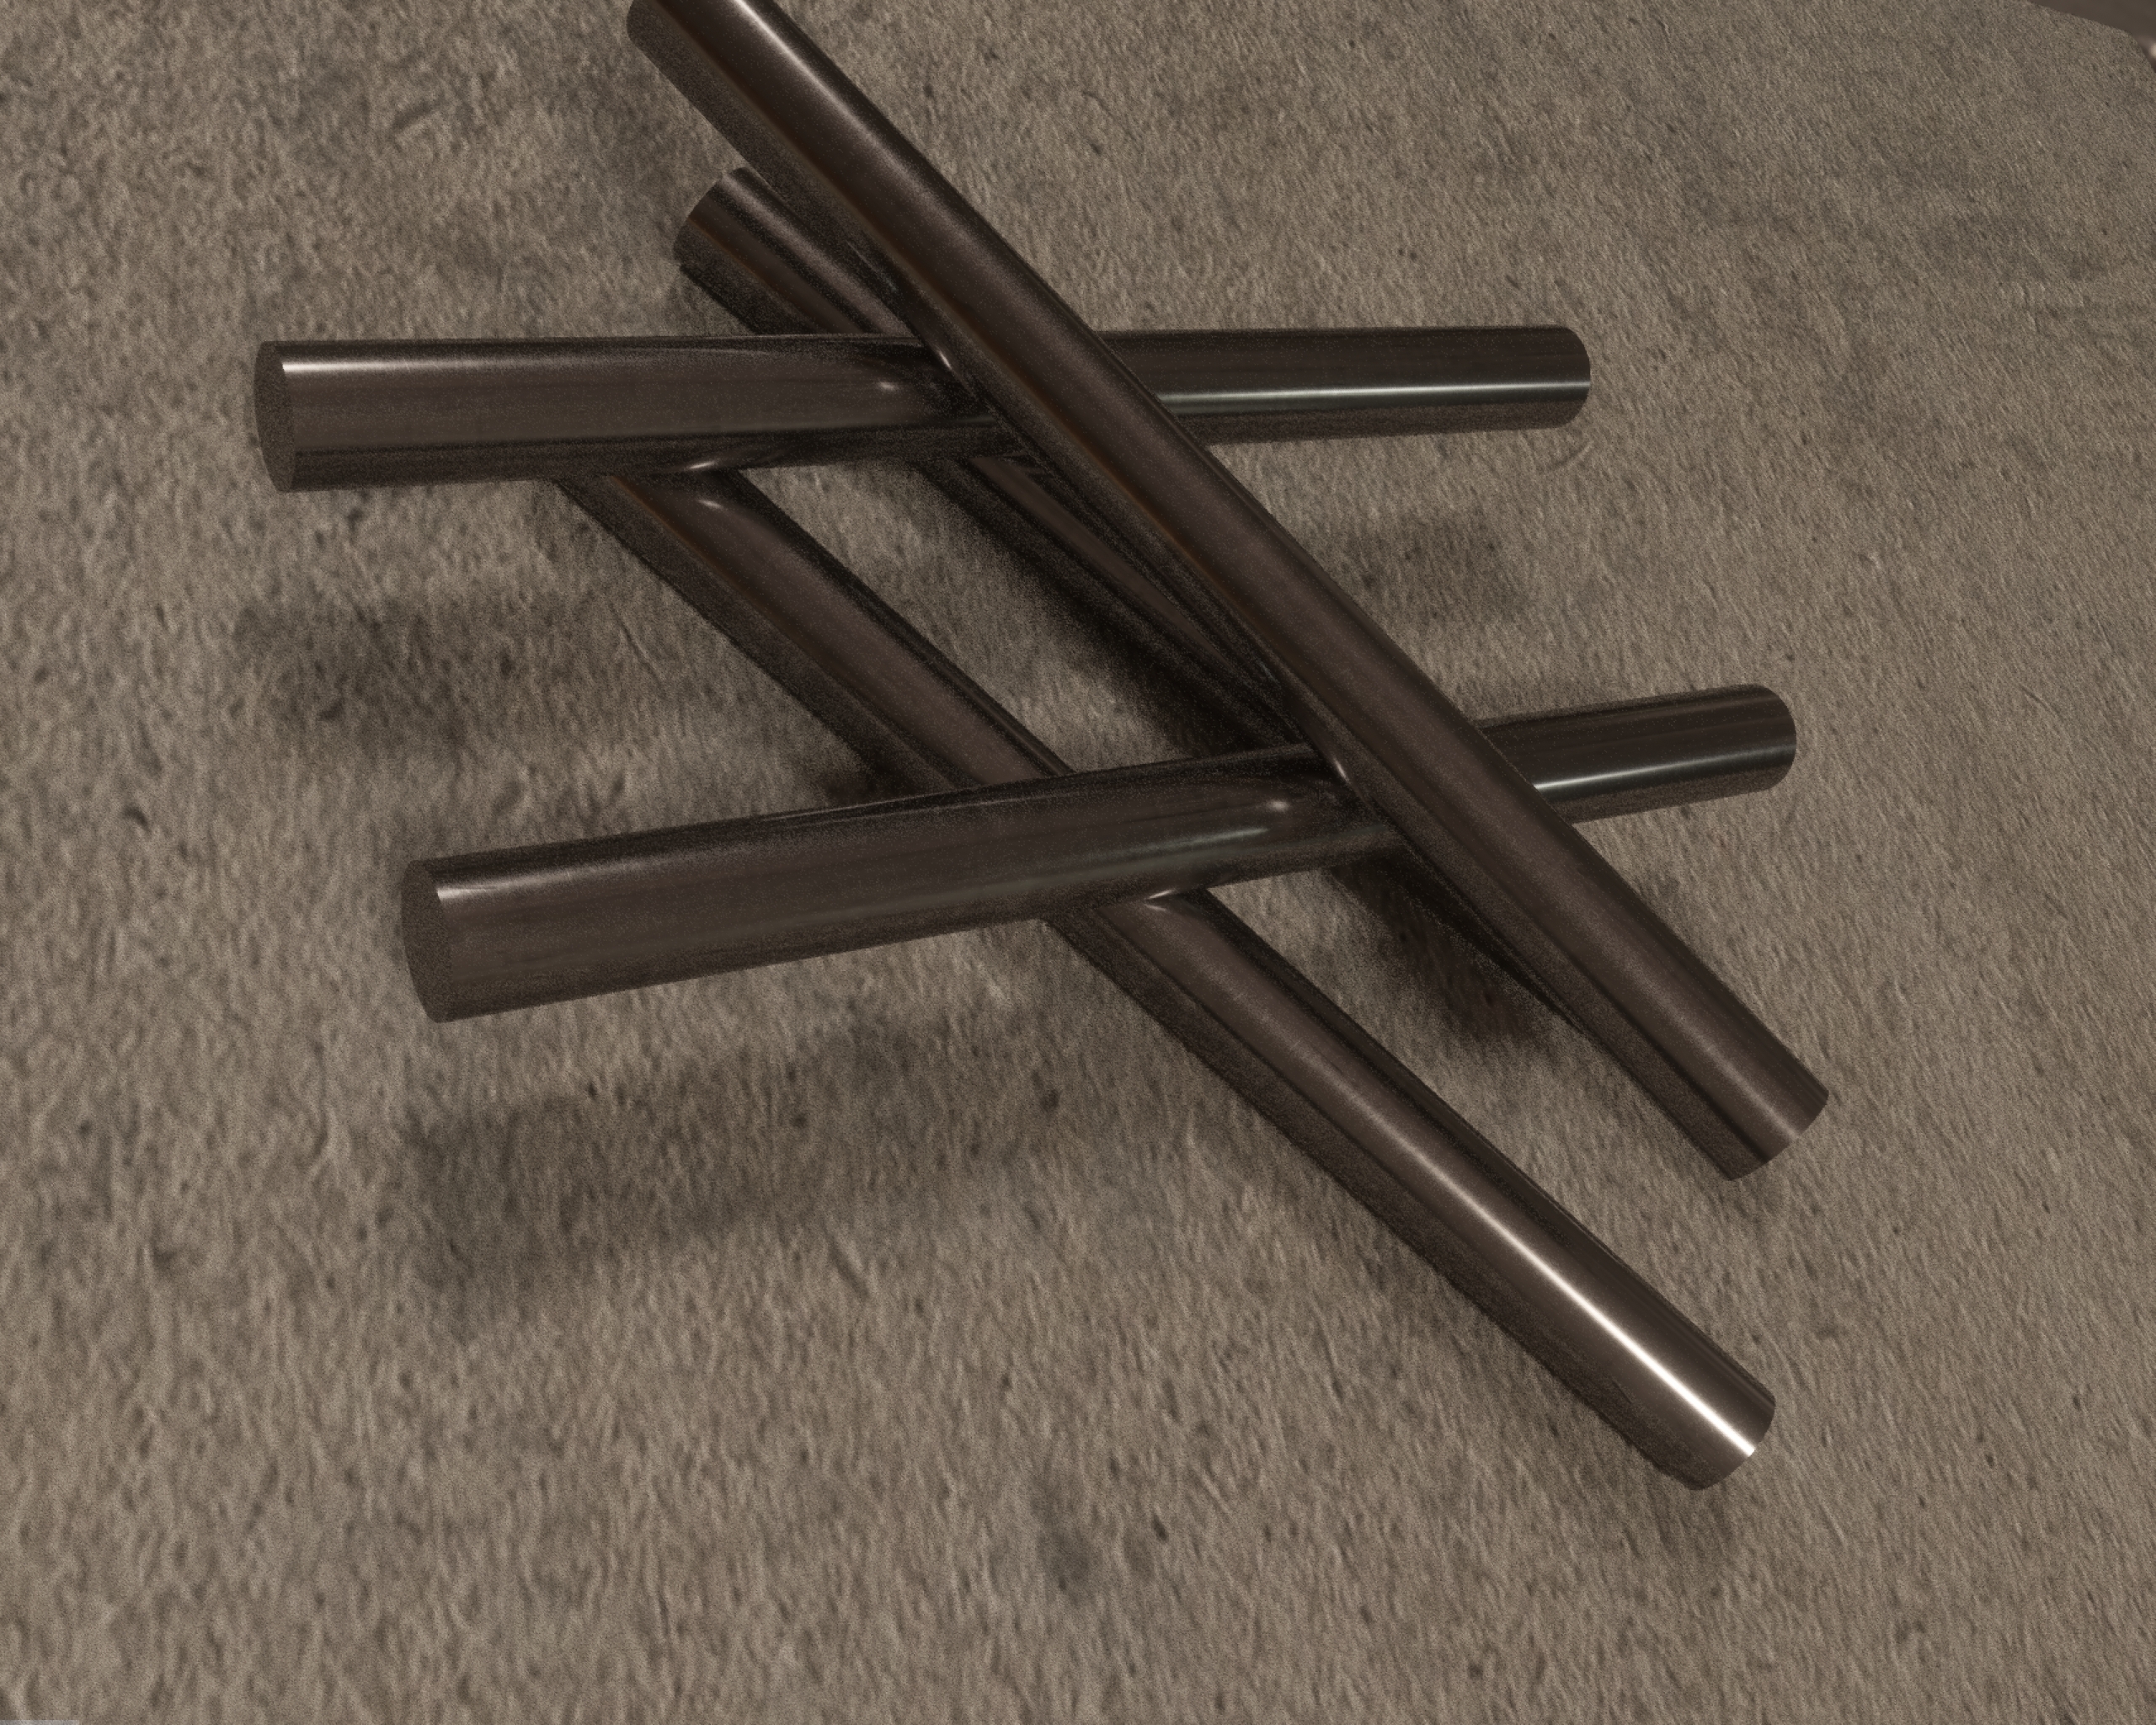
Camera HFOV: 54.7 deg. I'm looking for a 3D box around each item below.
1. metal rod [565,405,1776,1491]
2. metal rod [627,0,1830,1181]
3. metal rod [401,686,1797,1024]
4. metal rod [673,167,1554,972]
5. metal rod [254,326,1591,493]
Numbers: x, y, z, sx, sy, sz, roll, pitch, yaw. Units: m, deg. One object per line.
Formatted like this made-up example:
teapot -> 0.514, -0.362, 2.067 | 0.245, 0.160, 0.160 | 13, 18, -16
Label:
metal rod -> 0.015, 0.012, 0.406 | 0.300, 0.025, 0.025 | 42, 51, 0
metal rod -> 0.025, -0.059, 0.393 | 0.300, 0.025, 0.025 | 47, 51, 4
metal rod -> 0.028, -0.008, 0.395 | 0.303, 0.025, 0.025 | -9, 67, -32
metal rod -> 0.036, -0.043, 0.452 | 0.300, 0.025, 0.025 | 40, 51, -1
metal rod -> -0.009, -0.097, 0.429 | 0.303, 0.025, 0.025 | -10, 67, -33
